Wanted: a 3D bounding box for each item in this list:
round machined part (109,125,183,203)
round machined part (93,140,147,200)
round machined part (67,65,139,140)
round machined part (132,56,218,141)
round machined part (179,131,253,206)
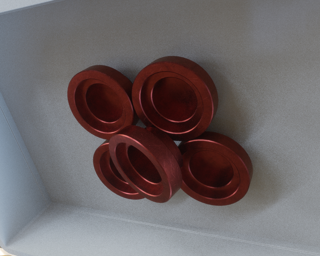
[{"bbox_3d":[-0.012,0.037,0.368,0.098,0.042,0.097,30,141,28],"label":"round machined part"},{"bbox_3d":[-0.044,0.053,0.450,0.098,0.042,0.097,13,124,20],"label":"round machined part"},{"bbox_3d":[-0.068,-0.036,0.407,0.098,0.042,0.097,13,124,20],"label":"round machined part"},{"bbox_3d":[0.020,-0.037,0.361,0.098,0.042,0.097,13,124,20],"label":"round machined part"},{"bbox_3d":[0.066,0.046,0.388,0.098,0.042,0.097,13,124,20],"label":"round machined part"}]
